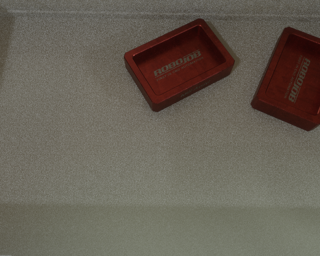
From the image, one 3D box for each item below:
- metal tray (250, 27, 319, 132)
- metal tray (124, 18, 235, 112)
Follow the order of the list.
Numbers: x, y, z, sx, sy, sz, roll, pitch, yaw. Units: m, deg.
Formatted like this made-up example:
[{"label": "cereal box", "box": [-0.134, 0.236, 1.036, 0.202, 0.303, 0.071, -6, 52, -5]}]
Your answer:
[{"label": "metal tray", "box": [0.194, -0.071, 0.435, 0.090, 0.030, 0.130, 25, 72, 8]}, {"label": "metal tray", "box": [0.027, -0.091, 0.440, 0.131, 0.030, 0.090, -28, 73, -10]}]
